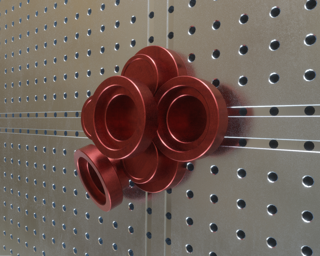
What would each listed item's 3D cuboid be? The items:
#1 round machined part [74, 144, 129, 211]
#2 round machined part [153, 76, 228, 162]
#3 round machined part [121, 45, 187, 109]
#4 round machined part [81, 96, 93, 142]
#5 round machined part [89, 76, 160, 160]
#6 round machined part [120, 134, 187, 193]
[{"bbox_3d":[-0.081,0.067,0.450,0.098,0.042,0.097,34,137,38],"label":"round machined part"},{"bbox_3d":[0.037,-0.011,0.368,0.098,0.042,0.097,0,90,40],"label":"round machined part"},{"bbox_3d":[-0.015,-0.061,0.412,0.098,0.042,0.097,0,90,40],"label":"round machined part"},{"bbox_3d":[-0.082,-0.015,0.467,0.098,0.042,0.097,0,90,40],"label":"round machined part"},{"bbox_3d":[-0.040,-0.012,0.376,0.098,0.042,0.097,0,90,40],"label":"round machined part"},{"bbox_3d":[-0.015,0.037,0.412,0.098,0.042,0.097,0,90,40],"label":"round machined part"}]
